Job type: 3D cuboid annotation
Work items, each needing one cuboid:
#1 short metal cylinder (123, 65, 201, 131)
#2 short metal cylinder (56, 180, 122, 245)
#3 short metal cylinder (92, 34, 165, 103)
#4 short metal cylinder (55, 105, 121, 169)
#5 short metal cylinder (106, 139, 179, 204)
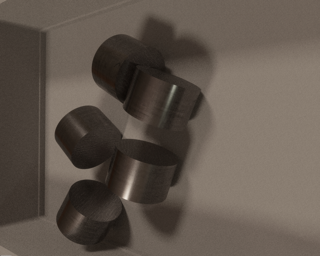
[{"bbox_3d":[0.002,-0.036,0.368,0.080,0.081,0.050,33,110,35],"label":"short metal cylinder"},{"bbox_3d":[-0.103,0.122,0.454,0.080,0.081,0.050,45,117,30],"label":"short metal cylinder"},{"bbox_3d":[-0.040,-0.075,0.402,0.050,0.081,0.079,35,112,35],"label":"short metal cylinder"},{"bbox_3d":[-0.105,0.014,0.455,0.050,0.081,0.080,44,116,31],"label":"short metal cylinder"},{"bbox_3d":[-0.023,0.052,0.388,0.080,0.081,0.050,27,107,36],"label":"short metal cylinder"}]
